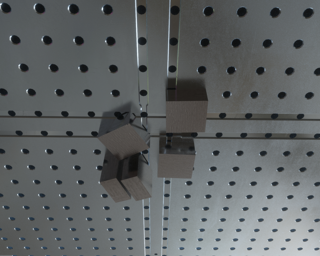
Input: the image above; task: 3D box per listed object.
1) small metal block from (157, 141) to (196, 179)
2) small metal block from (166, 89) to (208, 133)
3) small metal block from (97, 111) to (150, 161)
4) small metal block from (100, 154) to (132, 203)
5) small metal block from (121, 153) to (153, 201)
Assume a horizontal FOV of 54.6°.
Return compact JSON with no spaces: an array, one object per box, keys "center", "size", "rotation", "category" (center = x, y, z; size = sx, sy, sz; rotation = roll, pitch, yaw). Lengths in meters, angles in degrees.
[{"center":[0.023,0.047,0.452],"size":[0.050,0.025,0.050],"rotation":[2,130,-2],"category":"small metal block"},{"center":[0.033,-0.021,0.394],"size":[0.050,0.025,0.050],"rotation":[-1,130,0],"category":"small metal block"},{"center":[-0.048,0.012,0.421],"size":[0.050,0.025,0.050],"rotation":[-24,126,19],"category":"small metal block"},{"center":[-0.062,0.073,0.456],"size":[0.025,0.050,0.050],"rotation":[-16,128,13],"category":"small metal block"},{"center":[-0.033,0.070,0.454],"size":[0.025,0.050,0.050],"rotation":[-17,128,14],"category":"small metal block"}]
